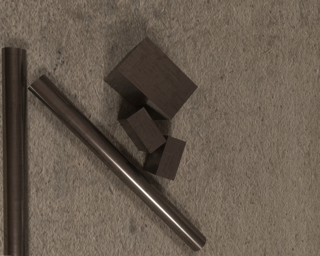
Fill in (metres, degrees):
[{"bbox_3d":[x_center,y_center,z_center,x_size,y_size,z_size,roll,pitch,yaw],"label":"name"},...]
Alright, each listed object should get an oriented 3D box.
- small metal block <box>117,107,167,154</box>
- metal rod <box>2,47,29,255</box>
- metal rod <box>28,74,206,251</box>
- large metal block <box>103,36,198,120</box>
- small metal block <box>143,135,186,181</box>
[{"bbox_3d":[-0.024,0.003,0.388,0.025,0.050,0.050,-37,102,-16],"label":"small metal block"},{"bbox_3d":[-0.163,0.061,0.349,0.025,0.025,0.298,-1,90,-20],"label":"metal rod"},{"bbox_3d":[-0.044,0.054,0.393,0.025,0.025,0.300,-46,105,-14],"label":"metal rod"},{"bbox_3d":[-0.014,-0.054,0.375,0.080,0.080,0.050,42,77,-16],"label":"large metal block"},{"bbox_3d":[0.005,0.037,0.399,0.025,0.050,0.050,21,83,-19],"label":"small metal block"}]
